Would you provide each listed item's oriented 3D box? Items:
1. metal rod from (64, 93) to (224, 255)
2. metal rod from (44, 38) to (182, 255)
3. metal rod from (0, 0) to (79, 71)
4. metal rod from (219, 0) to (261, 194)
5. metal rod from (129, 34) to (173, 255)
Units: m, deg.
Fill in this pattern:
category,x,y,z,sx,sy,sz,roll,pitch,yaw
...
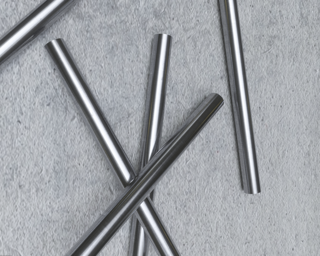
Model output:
category,x,y,z,sx,sy,sz,roll,pitch,yaw
metal rod,-0.009,0.053,0.363,0.025,0.025,0.301,52,58,-13
metal rod,-0.054,0.033,0.372,0.025,0.025,0.299,-29,93,-18
metal rod,-0.182,-0.077,0.341,0.025,0.025,0.300,45,76,-15
metal rod,0.117,-0.053,0.453,0.025,0.025,0.298,-9,93,-20
metal rod,-0.012,0.027,0.405,0.025,0.025,0.298,7,88,-20
